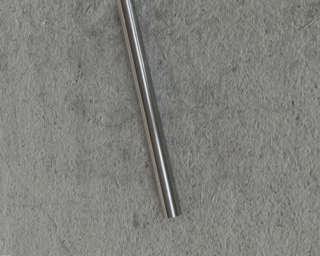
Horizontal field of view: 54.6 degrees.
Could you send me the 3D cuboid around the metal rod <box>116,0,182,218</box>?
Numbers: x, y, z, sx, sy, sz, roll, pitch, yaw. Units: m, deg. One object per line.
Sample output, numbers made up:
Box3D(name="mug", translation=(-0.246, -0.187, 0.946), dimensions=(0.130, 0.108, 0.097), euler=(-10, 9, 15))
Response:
Box3D(name="metal rod", translation=(-0.016, -0.032, 0.415), dimensions=(0.025, 0.025, 0.299), euler=(-14, 85, 19))
